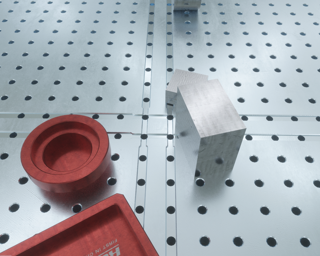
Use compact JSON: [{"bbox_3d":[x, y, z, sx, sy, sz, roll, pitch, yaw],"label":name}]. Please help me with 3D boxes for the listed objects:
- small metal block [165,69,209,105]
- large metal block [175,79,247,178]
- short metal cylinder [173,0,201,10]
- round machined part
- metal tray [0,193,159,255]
[{"bbox_3d":[0.040,-0.057,0.456,0.050,0.025,0.050,15,51,12],"label":"small metal block"},{"bbox_3d":[0.055,0.001,0.371,0.050,0.080,0.080,-12,51,-10],"label":"large metal block"},{"bbox_3d":[0.051,-0.270,0.599,0.050,0.080,0.080,-1,50,-1],"label":"short metal cylinder"},{"bbox_3d":[-0.107,0.034,0.367,0.099,0.042,0.098,0,50,0],"label":"round machined part"},{"bbox_3d":[-0.074,0.131,0.293,0.131,0.030,0.090,-25,54,-20],"label":"metal tray"}]
